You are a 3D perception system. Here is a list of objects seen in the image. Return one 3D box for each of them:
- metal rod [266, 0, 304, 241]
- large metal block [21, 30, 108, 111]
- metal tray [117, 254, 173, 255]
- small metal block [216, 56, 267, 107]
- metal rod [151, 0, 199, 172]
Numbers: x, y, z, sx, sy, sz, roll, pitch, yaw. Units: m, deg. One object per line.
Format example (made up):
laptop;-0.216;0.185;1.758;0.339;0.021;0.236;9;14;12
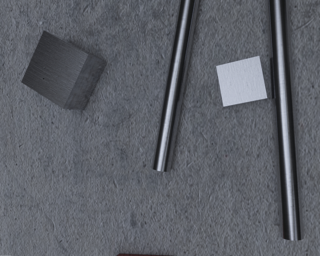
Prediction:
metal rod;0.143;-0.024;0.358;0.025;0.025;0.298;-4;89;19
large metal block;-0.136;-0.080;0.442;0.080;0.050;0.080;31;100;17
metal tray;-0.019;0.239;0.411;0.090;0.030;0.129;-6;88;19
small metal block;0.099;-0.054;0.374;0.050;0.025;0.050;-11;87;19
metal rod;0.026;-0.092;0.399;0.025;0.025;0.298;11;93;19
